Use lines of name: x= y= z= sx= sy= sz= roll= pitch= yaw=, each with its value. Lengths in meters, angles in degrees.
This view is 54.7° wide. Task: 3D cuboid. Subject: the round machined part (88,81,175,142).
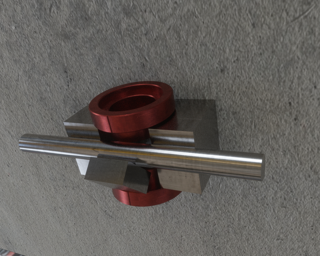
round machined part: x=-0.030 y=-0.018 z=0.366 sx=0.098 sy=0.098 sz=0.042 roll=4 pitch=121 yaw=26

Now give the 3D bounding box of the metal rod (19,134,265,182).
metal rod: x=-0.042 y=0.028 z=0.344 sx=0.301 sy=0.025 sz=0.025 roll=3 pitch=120 yaw=26

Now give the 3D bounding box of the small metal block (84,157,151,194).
small metal block: x=-0.046 y=0.053 z=0.344 sx=0.050 sy=0.025 sz=0.050 roll=3 pitch=160 yaw=29

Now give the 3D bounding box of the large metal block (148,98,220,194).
large metal block: x=0.034 y=0.018 z=0.366 sx=0.050 sy=0.080 sz=0.079 roll=4 pitch=120 yaw=26

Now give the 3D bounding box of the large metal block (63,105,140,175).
large metal block: x=-0.073 y=0.010 z=0.418 sx=0.050 sy=0.080 sz=0.079 roll=4 pitch=120 yaw=26

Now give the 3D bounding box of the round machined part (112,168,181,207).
round machined part: x=-0.017 y=0.055 z=0.404 sx=0.098 sy=0.098 sz=0.042 roll=5 pitch=115 yaw=26
